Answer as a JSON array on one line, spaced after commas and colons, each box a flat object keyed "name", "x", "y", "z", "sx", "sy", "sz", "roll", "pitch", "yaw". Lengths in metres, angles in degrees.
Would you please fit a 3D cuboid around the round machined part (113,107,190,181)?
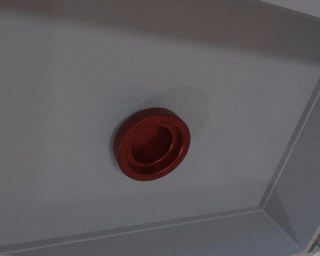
[{"name": "round machined part", "x": -0.014, "y": 0.017, "z": 0.400, "sx": 0.099, "sy": 0.042, "sz": 0.097, "roll": -14, "pitch": 124, "yaw": -21}]
